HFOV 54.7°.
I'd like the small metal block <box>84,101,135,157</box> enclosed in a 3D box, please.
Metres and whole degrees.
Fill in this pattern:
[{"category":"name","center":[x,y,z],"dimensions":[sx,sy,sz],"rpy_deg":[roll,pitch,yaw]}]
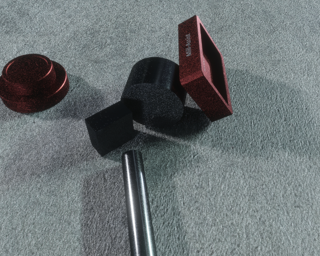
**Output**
[{"category":"small metal block","center":[-0.061,0.001,0.386],"dimensions":[0.050,0.050,0.025],"rpy_deg":[-31,57,-24]}]

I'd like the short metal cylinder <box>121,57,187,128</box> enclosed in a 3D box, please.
[{"category":"short metal cylinder","center":[-0.006,-0.045,0.406],"dimensions":[0.080,0.080,0.050],"rpy_deg":[8,51,6]}]

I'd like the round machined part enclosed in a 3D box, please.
[{"category":"round machined part","center":[-0.186,-0.071,0.451],"dimensions":[0.099,0.042,0.098],"rpy_deg":[0,50,0]}]

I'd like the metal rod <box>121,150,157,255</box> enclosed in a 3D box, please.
[{"category":"metal rod","center":[-0.010,0.147,0.279],"dimensions":[0.025,0.025,0.300],"rpy_deg":[-7,50,-6]}]

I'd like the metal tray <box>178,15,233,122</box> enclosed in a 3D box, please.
[{"category":"metal tray","center":[0.062,-0.084,0.431],"dimensions":[0.030,0.090,0.130],"rpy_deg":[-22,44,26]}]
